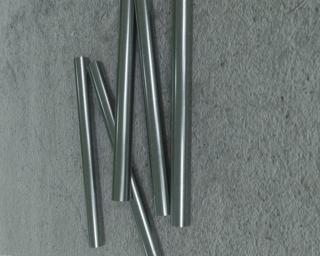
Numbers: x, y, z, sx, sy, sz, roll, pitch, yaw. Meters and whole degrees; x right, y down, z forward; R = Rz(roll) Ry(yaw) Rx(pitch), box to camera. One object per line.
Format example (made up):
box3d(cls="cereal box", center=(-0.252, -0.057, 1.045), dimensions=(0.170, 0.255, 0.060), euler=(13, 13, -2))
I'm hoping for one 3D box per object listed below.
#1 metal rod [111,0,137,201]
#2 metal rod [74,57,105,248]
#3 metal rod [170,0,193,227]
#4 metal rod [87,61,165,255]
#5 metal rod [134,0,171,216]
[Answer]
box3d(cls="metal rod", center=(-0.047, -0.053, 0.424), dimensions=(0.025, 0.025, 0.298), euler=(-3, 83, 39))
box3d(cls="metal rod", center=(-0.113, 0.035, 0.495), dimensions=(0.025, 0.025, 0.298), euler=(-10, 84, 39))
box3d(cls="metal rod", center=(0.027, -0.031, 0.380), dimensions=(0.025, 0.025, 0.298), euler=(1, 91, 39))
box3d(cls="metal rod", center=(-0.053, 0.038, 0.446), dimensions=(0.025, 0.025, 0.299), euler=(-31, 71, 35))
box3d(cls="metal rod", center=(-0.009, -0.038, 0.410), dimensions=(0.025, 0.025, 0.298), euler=(-9, 84, 39))
